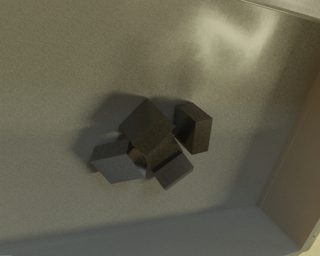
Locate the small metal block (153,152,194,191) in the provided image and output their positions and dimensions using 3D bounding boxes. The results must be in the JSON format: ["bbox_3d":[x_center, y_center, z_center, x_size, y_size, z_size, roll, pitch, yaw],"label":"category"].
[{"bbox_3d":[0.020,0.063,0.442,0.050,0.025,0.050,-36,166,-5],"label":"small metal block"}]

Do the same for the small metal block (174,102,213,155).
[{"bbox_3d":[0.043,0.000,0.415,0.025,0.050,0.050,-12,123,-24],"label":"small metal block"}]

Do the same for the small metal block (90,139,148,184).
[{"bbox_3d":[-0.051,0.043,0.392,0.050,0.025,0.050,-14,133,20],"label":"small metal block"}]

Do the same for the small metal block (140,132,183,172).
[{"bbox_3d":[-0.004,0.026,0.421,0.050,0.025,0.050,-36,130,-4],"label":"small metal block"}]

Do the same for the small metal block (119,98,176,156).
[{"bbox_3d":[-0.016,-0.002,0.381,0.050,0.050,0.025,-45,129,3],"label":"small metal block"}]
